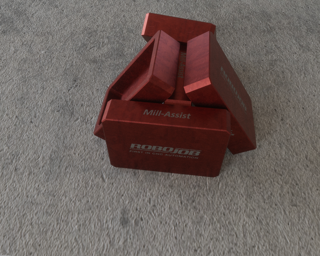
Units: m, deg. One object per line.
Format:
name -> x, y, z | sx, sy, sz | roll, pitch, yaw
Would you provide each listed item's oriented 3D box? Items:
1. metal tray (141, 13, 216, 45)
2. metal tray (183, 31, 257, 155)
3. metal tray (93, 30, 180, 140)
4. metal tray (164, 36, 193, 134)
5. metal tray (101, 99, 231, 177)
metal tray -> 0.034, -0.123, 0.448 | 0.090, 0.130, 0.030 | 14, 93, 11
metal tray -> 0.076, -0.039, 0.374 | 0.030, 0.130, 0.090 | -19, 44, 29
metal tray -> -0.030, -0.047, 0.381 | 0.030, 0.129, 0.090 | 30, 46, -24
metal tray -> 0.026, -0.047, 0.401 | 0.030, 0.089, 0.130 | 6, 50, 4
metal tray -> 0.007, 0.014, 0.350 | 0.131, 0.089, 0.030 | 5, 51, 4
